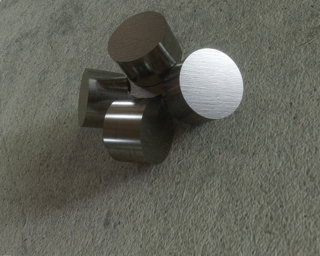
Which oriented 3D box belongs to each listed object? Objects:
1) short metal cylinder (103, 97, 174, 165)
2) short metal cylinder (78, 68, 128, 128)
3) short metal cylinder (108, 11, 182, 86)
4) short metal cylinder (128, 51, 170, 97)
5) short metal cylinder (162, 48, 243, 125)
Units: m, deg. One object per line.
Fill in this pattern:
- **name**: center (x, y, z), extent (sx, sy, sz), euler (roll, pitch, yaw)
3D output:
- **short metal cylinder**: center (-0.024, 0.003, 0.378), extent (0.050, 0.080, 0.080), euler (2, 63, 29)
- **short metal cylinder**: center (-0.081, -0.039, 0.428), extent (0.080, 0.050, 0.079), euler (-174, 90, -67)
- **short metal cylinder**: center (-0.018, -0.100, 0.394), extent (0.080, 0.050, 0.080), euler (-13, 56, 20)
- **short metal cylinder**: center (0.001, -0.060, 0.425), extent (0.080, 0.050, 0.080), euler (-13, 56, 20)
- **short metal cylinder**: center (0.049, -0.046, 0.364), extent (0.080, 0.080, 0.050), euler (-62, 16, -16)
